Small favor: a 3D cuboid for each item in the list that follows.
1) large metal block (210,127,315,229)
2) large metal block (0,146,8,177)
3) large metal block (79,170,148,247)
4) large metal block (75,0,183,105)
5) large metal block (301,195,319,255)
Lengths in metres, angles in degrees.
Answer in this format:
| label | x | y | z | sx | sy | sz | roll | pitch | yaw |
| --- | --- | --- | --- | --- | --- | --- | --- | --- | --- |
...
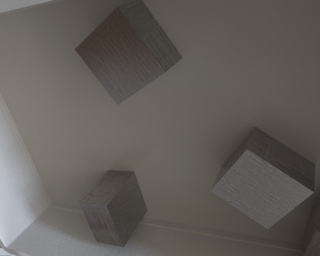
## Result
| label | x | y | z | sx | sy | sz | roll | pitch | yaw |
| --- | --- | --- | --- | --- | --- | --- | --- | --- | --- |
| large metal block | 0.120 | 0.059 | 0.365 | 0.080 | 0.050 | 0.079 | 34 | 129 | 5 |
| large metal block | -0.361 | 0.063 | 0.620 | 0.080 | 0.050 | 0.079 | 35 | 129 | 4 |
| large metal block | -0.069 | 0.123 | 0.484 | 0.050 | 0.080 | 0.080 | -1 | 118 | 28 |
| large metal block | -0.036 | -0.086 | 0.357 | 0.080 | 0.050 | 0.080 | -29 | 103 | 37 |
| large metal block | 0.212 | 0.130 | 0.350 | 0.080 | 0.050 | 0.080 | 14 | 136 | 22 |
